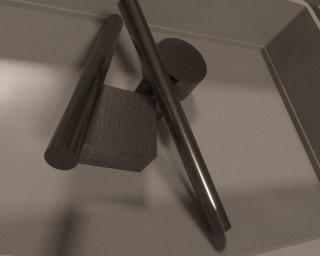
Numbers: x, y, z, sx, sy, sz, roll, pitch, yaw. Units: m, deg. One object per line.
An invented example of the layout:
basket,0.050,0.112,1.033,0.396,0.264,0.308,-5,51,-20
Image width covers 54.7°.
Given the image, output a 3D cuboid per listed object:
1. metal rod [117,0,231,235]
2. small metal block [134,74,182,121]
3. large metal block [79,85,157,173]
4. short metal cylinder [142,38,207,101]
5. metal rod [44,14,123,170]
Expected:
metal rod,0.017,-0.015,0.374,0.025,0.025,0.299,-22,90,-36
small metal block,-0.008,-0.043,0.413,0.050,0.050,0.025,30,52,-10
large metal block,-0.051,0.001,0.363,0.081,0.050,0.080,12,57,-22
short metal cylinder,0.021,-0.084,0.454,0.081,0.050,0.080,14,56,-21
metal rod,-0.071,-0.069,0.351,0.025,0.025,0.300,22,35,-15
